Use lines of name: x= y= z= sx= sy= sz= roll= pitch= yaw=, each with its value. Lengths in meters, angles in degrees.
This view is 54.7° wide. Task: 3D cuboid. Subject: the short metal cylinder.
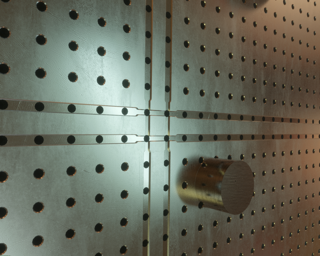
short metal cylinder: x=0.100 y=0.088 z=0.476 sx=0.081 sy=0.050 sz=0.079 roll=0 pitch=90 yaw=-40
